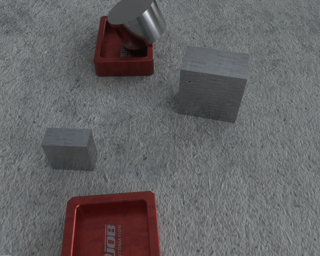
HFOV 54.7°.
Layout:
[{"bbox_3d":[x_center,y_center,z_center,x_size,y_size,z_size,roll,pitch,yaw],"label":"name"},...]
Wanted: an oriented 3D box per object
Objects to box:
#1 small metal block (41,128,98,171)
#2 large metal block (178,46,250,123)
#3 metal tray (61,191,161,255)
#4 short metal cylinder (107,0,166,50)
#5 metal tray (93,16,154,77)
[{"bbox_3d":[-0.104,0.026,0.365,0.050,0.050,0.025,2,50,2],"label":"small metal block"},{"bbox_3d":[0.070,-0.057,0.416,0.080,0.080,0.050,10,51,8],"label":"large metal block"},{"bbox_3d":[-0.045,0.127,0.292,0.091,0.030,0.130,-4,50,-3],"label":"metal tray"},{"bbox_3d":[-0.036,-0.172,0.497,0.080,0.050,0.080,-15,49,18],"label":"short metal cylinder"},{"bbox_3d":[-0.057,-0.140,0.517,0.091,0.030,0.130,-1,50,-1],"label":"metal tray"}]
